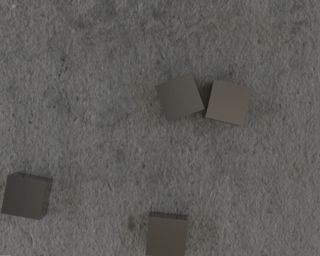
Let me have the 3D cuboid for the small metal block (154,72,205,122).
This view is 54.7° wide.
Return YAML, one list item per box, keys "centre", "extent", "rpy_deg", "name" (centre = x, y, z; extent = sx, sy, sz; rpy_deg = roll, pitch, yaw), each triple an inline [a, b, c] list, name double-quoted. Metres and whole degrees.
- centre: [0.027, -0.040, 0.405]
  extent: [0.050, 0.025, 0.050]
  rpy_deg: [-20, 90, 12]
  name: "small metal block"

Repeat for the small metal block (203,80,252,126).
- centre: [0.088, -0.033, 0.411]
  extent: [0.050, 0.025, 0.050]
  rpy_deg: [13, 90, -1]
  name: "small metal block"

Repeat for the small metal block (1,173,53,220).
- centre: [-0.174, 0.089, 0.408]
  extent: [0.050, 0.025, 0.050]
  rpy_deg: [10, 90, -1]
  name: "small metal block"

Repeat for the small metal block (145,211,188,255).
- centre: [0.009, 0.141, 0.410]
  extent: [0.050, 0.025, 0.050]
  rpy_deg: [6, 90, -1]
  name: "small metal block"
